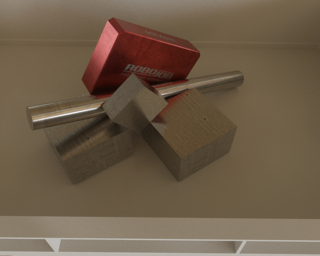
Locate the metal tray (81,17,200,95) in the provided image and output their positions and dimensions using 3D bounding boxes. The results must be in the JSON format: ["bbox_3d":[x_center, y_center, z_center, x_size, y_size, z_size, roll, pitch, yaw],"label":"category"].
[{"bbox_3d":[-0.021,-0.077,0.390,0.131,0.089,0.030,1,42,-43],"label":"metal tray"}]

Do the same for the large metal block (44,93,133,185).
[{"bbox_3d":[-0.090,0.008,0.376,0.081,0.050,0.080,-27,55,-21],"label":"large metal block"}]

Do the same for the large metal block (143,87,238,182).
[{"bbox_3d":[0.034,0.006,0.383,0.081,0.050,0.080,-27,55,-21],"label":"large metal block"}]

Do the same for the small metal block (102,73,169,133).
[{"bbox_3d":[-0.027,-0.026,0.345,0.050,0.050,0.025,-45,56,11],"label":"small metal block"}]

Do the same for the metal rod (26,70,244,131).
[{"bbox_3d":[-0.006,-0.042,0.390,0.303,0.025,0.025,-15,50,-32],"label":"metal rod"}]
